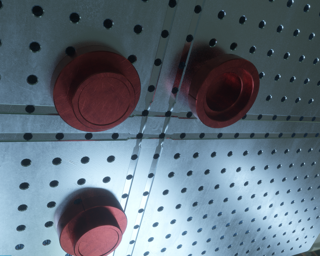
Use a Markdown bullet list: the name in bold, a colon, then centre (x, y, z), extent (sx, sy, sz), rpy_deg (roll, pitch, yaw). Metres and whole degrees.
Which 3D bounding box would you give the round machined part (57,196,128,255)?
- **round machined part**: centre (-0.093, 0.149, 0.443), extent (0.099, 0.042, 0.097), rpy_deg (-14, 125, -21)

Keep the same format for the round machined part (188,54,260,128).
- **round machined part**: centre (0.080, -0.052, 0.414), extent (0.099, 0.042, 0.097), rpy_deg (-14, 125, -21)

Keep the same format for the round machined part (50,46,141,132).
- **round machined part**: centre (-0.066, -0.037, 0.342), extent (0.099, 0.042, 0.097), rpy_deg (-14, 125, -21)
